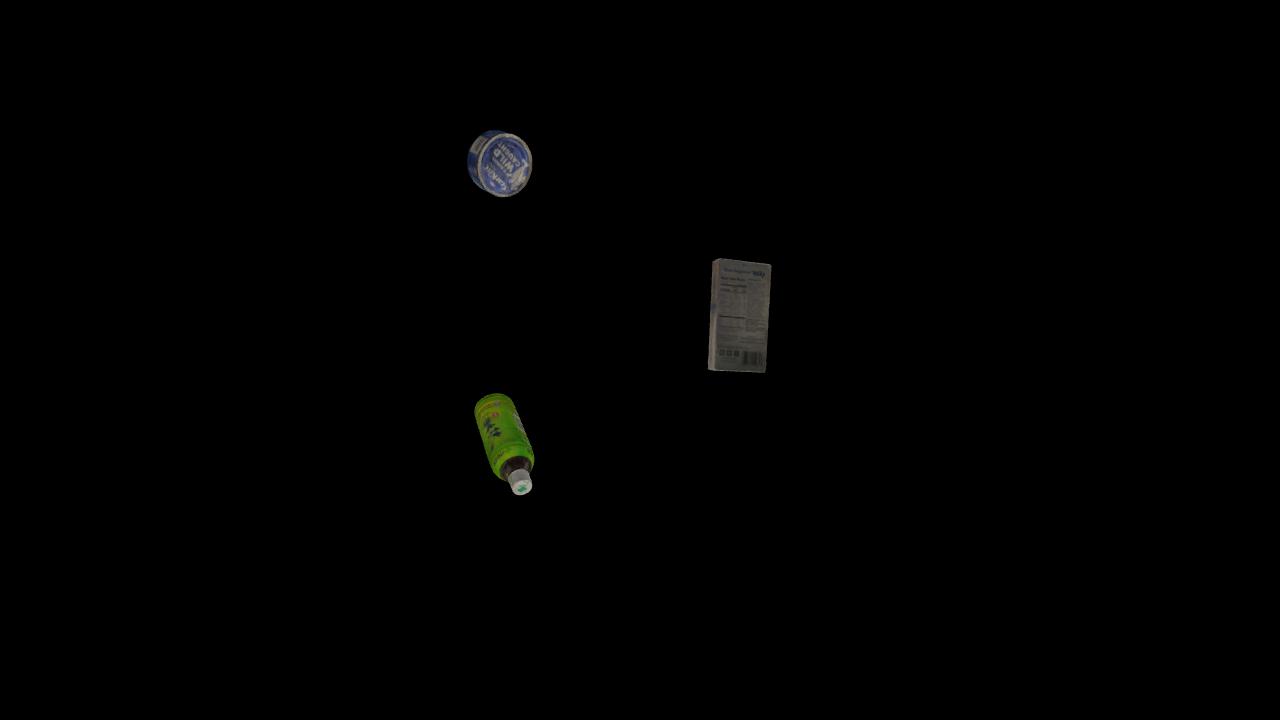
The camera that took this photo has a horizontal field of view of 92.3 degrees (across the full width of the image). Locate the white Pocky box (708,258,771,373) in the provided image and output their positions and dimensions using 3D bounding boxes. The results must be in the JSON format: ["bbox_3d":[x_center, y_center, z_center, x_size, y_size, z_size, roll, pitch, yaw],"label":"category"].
[{"bbox_3d":[0.139,-0.060,0.859,0.084,0.154,0.028,3,-1,-19],"label":"white Pocky box"}]

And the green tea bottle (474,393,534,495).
[{"bbox_3d":[-0.213,0.135,0.990,0.073,0.073,0.212,0,28,-28],"label":"green tea bottle"}]

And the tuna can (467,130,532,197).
[{"bbox_3d":[-0.190,-0.266,0.833,0.034,0.084,0.084,31,20,37],"label":"tuna can"}]
